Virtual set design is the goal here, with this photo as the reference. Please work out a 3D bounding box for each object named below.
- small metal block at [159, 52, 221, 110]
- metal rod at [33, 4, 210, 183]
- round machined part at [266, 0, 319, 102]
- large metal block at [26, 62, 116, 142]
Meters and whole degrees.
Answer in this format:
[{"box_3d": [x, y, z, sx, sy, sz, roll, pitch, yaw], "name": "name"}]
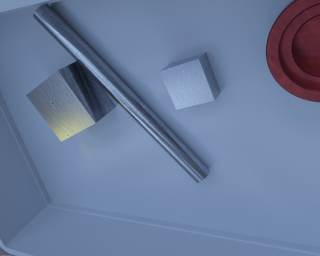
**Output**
[{"box_3d": [0.035, -0.053, 0.356, 0.050, 0.025, 0.050, -12, 113, 33], "name": "small metal block"}, {"box_3d": [-0.047, -0.042, 0.405, 0.300, 0.025, 0.025, 46, 129, -4], "name": "metal rod"}, {"box_3d": [0.148, -0.075, 0.273, 0.098, 0.042, 0.097, 13, 124, 20], "name": "round machined part"}, {"box_3d": [-0.124, -0.038, 0.432, 0.080, 0.050, 0.080, -24, 106, 36], "name": "large metal block"}]
